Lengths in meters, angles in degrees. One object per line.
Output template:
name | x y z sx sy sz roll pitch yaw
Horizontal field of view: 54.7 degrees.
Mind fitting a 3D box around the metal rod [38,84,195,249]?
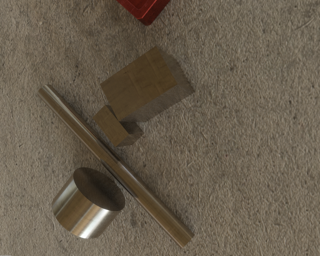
metal rod | -0.069 0.044 0.432 0.300 0.025 0.025 44 103 14

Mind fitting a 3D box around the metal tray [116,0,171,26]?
metal tray | -0.037 -0.214 0.418 0.130 0.030 0.090 45 103 14

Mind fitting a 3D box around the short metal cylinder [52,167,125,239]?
short metal cylinder | -0.094 0.098 0.411 0.080 0.080 0.050 42 103 15

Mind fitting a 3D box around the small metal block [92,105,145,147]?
small metal block | -0.054 -0.003 0.414 0.025 0.050 0.050 -43 77 15

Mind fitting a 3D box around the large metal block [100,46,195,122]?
large metal block | -0.012 -0.049 0.383 0.080 0.080 0.050 -31 80 17
